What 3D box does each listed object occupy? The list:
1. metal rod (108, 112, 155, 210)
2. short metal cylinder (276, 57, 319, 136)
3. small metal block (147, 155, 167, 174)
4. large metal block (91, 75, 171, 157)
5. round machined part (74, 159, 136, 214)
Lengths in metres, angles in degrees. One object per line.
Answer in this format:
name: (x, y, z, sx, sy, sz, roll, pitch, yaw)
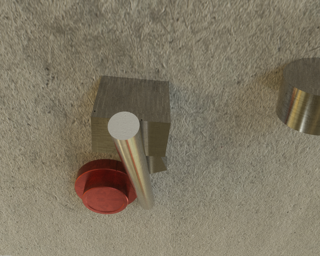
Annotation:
metal rod: (-0.025, 0.061, 0.379, 0.025, 0.025, 0.299, -2, 155, 1)
short metal cylinder: (0.175, -0.037, 0.343, 0.080, 0.080, 0.050, -4, 130, 2)
small metal block: (-0.021, 0.040, 0.441, 0.050, 0.025, 0.050, -14, 129, 11)
large metal block: (-0.032, -0.015, 0.358, 0.081, 0.080, 0.050, 5, 130, -5)
round machined part: (-0.082, 0.096, 0.477, 0.099, 0.042, 0.097, -1, 130, 0)
